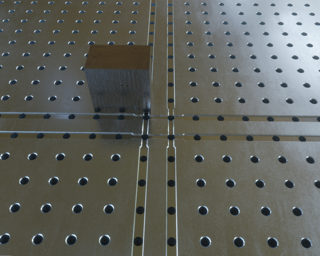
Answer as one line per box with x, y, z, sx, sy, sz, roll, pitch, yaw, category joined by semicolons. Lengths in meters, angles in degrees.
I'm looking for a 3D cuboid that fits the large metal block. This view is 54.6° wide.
-0.053;-0.066;0.428;0.080;0.080;0.050;1;50;1;large metal block
